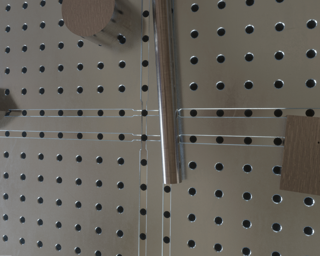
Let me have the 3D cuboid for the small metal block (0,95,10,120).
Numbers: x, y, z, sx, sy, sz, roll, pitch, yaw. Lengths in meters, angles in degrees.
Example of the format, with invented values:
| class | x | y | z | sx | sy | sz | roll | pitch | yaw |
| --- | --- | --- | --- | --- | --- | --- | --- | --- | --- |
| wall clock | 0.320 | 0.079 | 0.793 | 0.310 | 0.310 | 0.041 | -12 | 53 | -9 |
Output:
| class | x | y | z | sx | sy | sz | roll | pitch | yaw |
| --- | --- | --- | --- | --- | --- | --- | --- | --- | --- |
| small metal block | -0.285 | -0.033 | 0.511 | 0.050 | 0.025 | 0.050 | -37 | 79 | 16 |

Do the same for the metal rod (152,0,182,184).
| class | x | y | z | sx | sy | sz | roll | pitch | yaw |
| --- | --- | --- | --- | --- | --- | --- | --- | --- | --- |
| metal rod | 0.007 | -0.077 | 0.409 | 0.025 | 0.025 | 0.298 | -4 | 89 | 19 |

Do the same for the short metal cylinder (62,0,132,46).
| class | x | y | z | sx | sy | sz | roll | pitch | yaw |
| --- | --- | --- | --- | --- | --- | --- | --- | --- | --- |
| short metal cylinder | -0.087 | -0.160 | 0.429 | 0.080 | 0.050 | 0.079 | 0 | 90 | 19 |

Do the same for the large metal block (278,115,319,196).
| class | x | y | z | sx | sy | sz | roll | pitch | yaw |
| --- | --- | --- | --- | --- | --- | --- | --- | --- | --- |
| large metal block | 0.177 | 0.029 | 0.337 | 0.080 | 0.050 | 0.079 | 6 | 92 | 19 |
